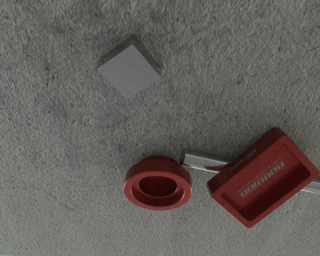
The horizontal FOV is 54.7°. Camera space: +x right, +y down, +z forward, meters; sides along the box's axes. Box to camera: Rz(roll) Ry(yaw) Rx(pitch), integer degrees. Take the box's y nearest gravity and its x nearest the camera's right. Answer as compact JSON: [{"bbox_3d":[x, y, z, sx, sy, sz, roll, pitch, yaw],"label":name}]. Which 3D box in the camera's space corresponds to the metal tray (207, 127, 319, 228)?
[{"bbox_3d":[0.144,0.073,0.437,0.130,0.030,0.090,-43,111,12],"label":"metal tray"}]

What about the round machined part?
[{"bbox_3d":[-0.002,0.078,0.459,0.099,0.042,0.097,2,133,2],"label":"round machined part"}]

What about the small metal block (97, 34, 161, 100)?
[{"bbox_3d":[-0.034,-0.068,0.349,0.050,0.025,0.050,-29,125,22],"label":"small metal block"}]

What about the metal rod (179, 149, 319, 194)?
[{"bbox_3d":[0.176,0.075,0.473,0.302,0.025,0.025,13,129,-12],"label":"metal rod"}]
